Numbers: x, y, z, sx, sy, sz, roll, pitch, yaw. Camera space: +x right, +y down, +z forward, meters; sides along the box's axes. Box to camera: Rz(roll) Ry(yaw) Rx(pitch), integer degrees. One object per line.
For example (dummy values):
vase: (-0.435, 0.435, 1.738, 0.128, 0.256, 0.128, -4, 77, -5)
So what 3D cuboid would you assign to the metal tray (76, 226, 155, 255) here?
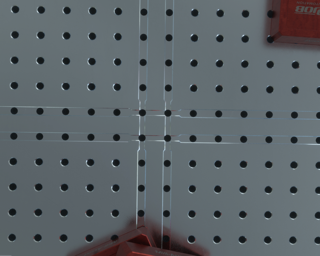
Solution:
metal tray: (-0.060, 0.200, 0.410, 0.131, 0.030, 0.090, -24, 90, -1)

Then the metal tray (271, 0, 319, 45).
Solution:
metal tray: (0.221, -0.160, 0.413, 0.131, 0.030, 0.089, 4, 90, -1)

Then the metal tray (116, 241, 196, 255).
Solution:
metal tray: (0.000, 0.201, 0.384, 0.131, 0.030, 0.090, 21, 86, -23)
